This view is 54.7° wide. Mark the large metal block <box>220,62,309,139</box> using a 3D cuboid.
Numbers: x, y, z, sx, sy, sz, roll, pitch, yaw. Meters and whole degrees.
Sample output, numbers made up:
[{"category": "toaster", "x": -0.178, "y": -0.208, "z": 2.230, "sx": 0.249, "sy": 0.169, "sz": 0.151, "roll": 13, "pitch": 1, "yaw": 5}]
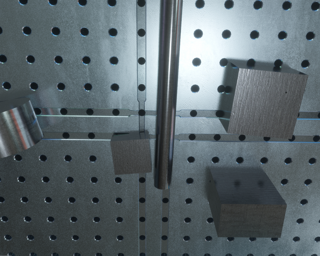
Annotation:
[{"category": "large metal block", "x": 0.126, "y": -0.036, "z": 0.389, "sx": 0.081, "sy": 0.050, "sz": 0.079, "roll": 5, "pitch": 110, "yaw": -3}]

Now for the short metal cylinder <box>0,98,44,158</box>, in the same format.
[{"category": "short metal cylinder", "x": -0.193, "y": -0.001, "z": 0.381, "sx": 0.080, "sy": 0.080, "sz": 0.050, "roll": -11, "pitch": 110, "yaw": 3}]

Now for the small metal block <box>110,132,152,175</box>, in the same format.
[{"category": "small metal block", "x": -0.038, "y": 0.035, "z": 0.426, "sx": 0.050, "sy": 0.025, "sz": 0.050, "roll": -4, "pitch": 110, "yaw": 1}]

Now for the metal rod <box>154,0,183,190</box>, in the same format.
[{"category": "metal rod", "x": 0.010, "y": -0.058, "z": 0.392, "sx": 0.025, "sy": 0.025, "sz": 0.298, "roll": 2, "pitch": 110, "yaw": -1}]

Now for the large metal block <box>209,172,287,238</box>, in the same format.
[{"category": "large metal block", "x": 0.114, "y": 0.102, "z": 0.424, "sx": 0.081, "sy": 0.080, "sz": 0.050, "roll": 1, "pitch": 110, "yaw": -1}]
